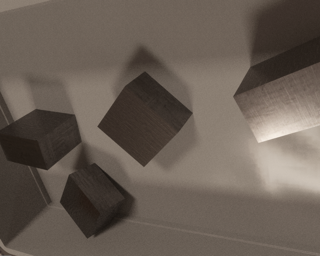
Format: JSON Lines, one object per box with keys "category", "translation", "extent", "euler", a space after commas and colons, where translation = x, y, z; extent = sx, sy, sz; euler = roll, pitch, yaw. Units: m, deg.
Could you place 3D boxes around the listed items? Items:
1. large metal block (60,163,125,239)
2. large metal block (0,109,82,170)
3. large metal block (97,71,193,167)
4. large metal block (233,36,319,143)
{"category": "large metal block", "translation": [-0.113, 0.119, 0.509], "extent": [0.080, 0.050, 0.079], "euler": [45, 131, 20]}
{"category": "large metal block", "translation": [-0.182, 0.015, 0.476], "extent": [0.080, 0.080, 0.050], "euler": [8, 122, 23]}
{"category": "large metal block", "translation": [-0.020, -0.010, 0.395], "extent": [0.080, 0.050, 0.080], "euler": [41, 129, -1]}
{"category": "large metal block", "translation": [0.124, -0.038, 0.284], "extent": [0.080, 0.080, 0.050], "euler": [-22, 107, 36]}
